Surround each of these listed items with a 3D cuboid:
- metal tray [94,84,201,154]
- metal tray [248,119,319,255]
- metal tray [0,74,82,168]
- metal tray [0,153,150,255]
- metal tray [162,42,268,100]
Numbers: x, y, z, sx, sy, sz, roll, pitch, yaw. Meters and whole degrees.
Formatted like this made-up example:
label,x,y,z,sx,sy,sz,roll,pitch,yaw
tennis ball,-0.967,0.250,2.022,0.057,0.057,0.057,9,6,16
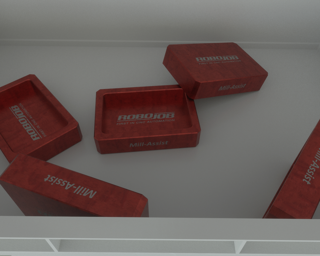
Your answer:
label,x,y,z,sx,sy,sz,roll,pitch,yaw
metal tray,-0.018,-0.015,0.413,0.131,0.030,0.090,-4,50,-4
metal tray,0.140,0.061,0.313,0.030,0.089,0.131,30,56,22
metal tray,-0.176,-0.011,0.408,0.091,0.030,0.130,-33,58,-25
metal tray,-0.076,0.078,0.296,0.131,0.089,0.030,16,52,12
metal tray,0.081,-0.088,0.456,0.131,0.030,0.090,-10,49,-28
